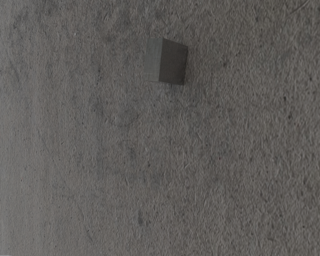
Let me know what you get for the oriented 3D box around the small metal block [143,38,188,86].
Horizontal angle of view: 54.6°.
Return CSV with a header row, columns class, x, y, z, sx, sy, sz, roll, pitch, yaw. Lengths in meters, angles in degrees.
class,x,y,z,sx,sy,sz,roll,pitch,yaw
small metal block,0.008,-0.080,0.383,0.025,0.050,0.050,10,97,40
